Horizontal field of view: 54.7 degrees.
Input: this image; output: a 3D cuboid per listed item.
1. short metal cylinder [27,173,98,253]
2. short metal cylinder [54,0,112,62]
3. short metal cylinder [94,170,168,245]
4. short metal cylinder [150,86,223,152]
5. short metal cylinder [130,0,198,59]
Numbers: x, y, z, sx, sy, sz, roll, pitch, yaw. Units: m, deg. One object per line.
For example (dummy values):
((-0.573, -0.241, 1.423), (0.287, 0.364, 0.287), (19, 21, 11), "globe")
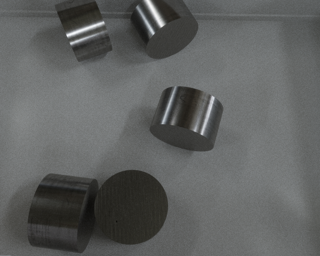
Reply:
((-0.104, 0.094, 0.345), (0.050, 0.080, 0.080), (7, 70, 2), "short metal cylinder")
((-0.105, -0.138, 0.430), (0.050, 0.080, 0.080), (-22, 72, -8), "short metal cylinder")
((-0.032, 0.093, 0.362), (0.081, 0.050, 0.080), (0, 70, 0), "short metal cylinder")
((0.033, -0.009, 0.384), (0.080, 0.080, 0.050), (16, 71, 5), "short metal cylinder")
((0.006, -0.142, 0.433), (0.080, 0.080, 0.050), (-25, 72, -9), "short metal cylinder")
